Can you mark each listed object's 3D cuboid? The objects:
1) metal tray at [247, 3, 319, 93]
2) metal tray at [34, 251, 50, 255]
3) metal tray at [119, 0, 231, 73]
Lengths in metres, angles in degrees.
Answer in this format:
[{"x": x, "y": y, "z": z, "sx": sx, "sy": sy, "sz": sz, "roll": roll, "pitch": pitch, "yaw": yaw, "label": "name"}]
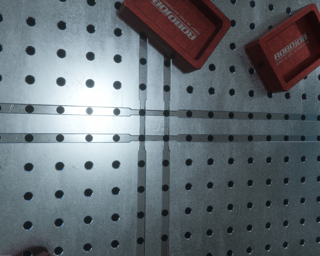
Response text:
[{"x": 0.210, "y": -0.126, "z": 0.489, "sx": 0.131, "sy": 0.030, "sz": 0.090, "roll": -36, "pitch": 102, "yaw": -17, "label": "metal tray"}, {"x": -0.142, "y": 0.215, "z": 0.333, "sx": 0.090, "sy": 0.030, "sz": 0.129, "roll": -24, "pitch": 85, "yaw": -7, "label": "metal tray"}, {"x": 0.023, "y": -0.150, "z": 0.419, "sx": 0.130, "sy": 0.030, "sz": 0.090, "roll": 38, "pitch": 78, "yaw": -16, "label": "metal tray"}]
